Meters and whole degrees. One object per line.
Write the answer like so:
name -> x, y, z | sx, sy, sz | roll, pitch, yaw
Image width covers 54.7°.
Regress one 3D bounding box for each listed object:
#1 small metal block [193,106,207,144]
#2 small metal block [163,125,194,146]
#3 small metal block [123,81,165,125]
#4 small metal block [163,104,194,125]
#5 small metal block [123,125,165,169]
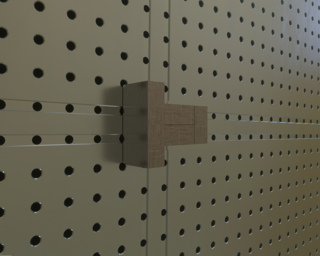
small metal block -> 0.038, -0.004, 0.426 | 0.025, 0.050, 0.050 | 0, 90, -40
small metal block -> 0.009, 0.009, 0.401 | 0.050, 0.050, 0.025 | 0, 91, -40
small metal block -> -0.020, -0.029, 0.377 | 0.025, 0.050, 0.050 | 0, 90, -40
small metal block -> 0.009, -0.017, 0.401 | 0.050, 0.050, 0.025 | 0, 91, -40
small metal block -> -0.020, 0.021, 0.377 | 0.025, 0.050, 0.050 | 0, 90, -40
